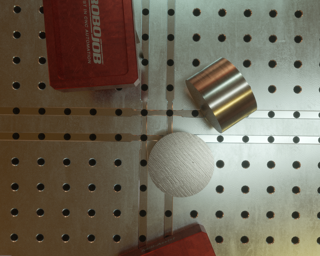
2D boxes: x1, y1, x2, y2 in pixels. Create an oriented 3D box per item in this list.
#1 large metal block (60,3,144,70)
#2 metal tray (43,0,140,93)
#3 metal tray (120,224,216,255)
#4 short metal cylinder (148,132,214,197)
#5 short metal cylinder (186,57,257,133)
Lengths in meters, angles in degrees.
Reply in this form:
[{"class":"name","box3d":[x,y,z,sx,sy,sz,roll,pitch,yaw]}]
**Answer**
[{"class":"large metal block","box3d":[-0.068,-0.106,0.385,0.080,0.080,0.050,-18,90,0]},{"class":"metal tray","box3d":[-0.072,-0.107,0.330,0.091,0.030,0.129,-5,90,0]},{"class":"metal tray","box3d":[0.015,0.196,0.411,0.131,0.030,0.090,-22,90,0]},{"class":"short metal cylinder","box3d":[0.026,0.045,0.401,0.081,0.050,0.079,0,90,0]},{"class":"short metal cylinder","box3d":[0.075,-0.040,0.386,0.050,0.080,0.080,-33,90,0]}]
